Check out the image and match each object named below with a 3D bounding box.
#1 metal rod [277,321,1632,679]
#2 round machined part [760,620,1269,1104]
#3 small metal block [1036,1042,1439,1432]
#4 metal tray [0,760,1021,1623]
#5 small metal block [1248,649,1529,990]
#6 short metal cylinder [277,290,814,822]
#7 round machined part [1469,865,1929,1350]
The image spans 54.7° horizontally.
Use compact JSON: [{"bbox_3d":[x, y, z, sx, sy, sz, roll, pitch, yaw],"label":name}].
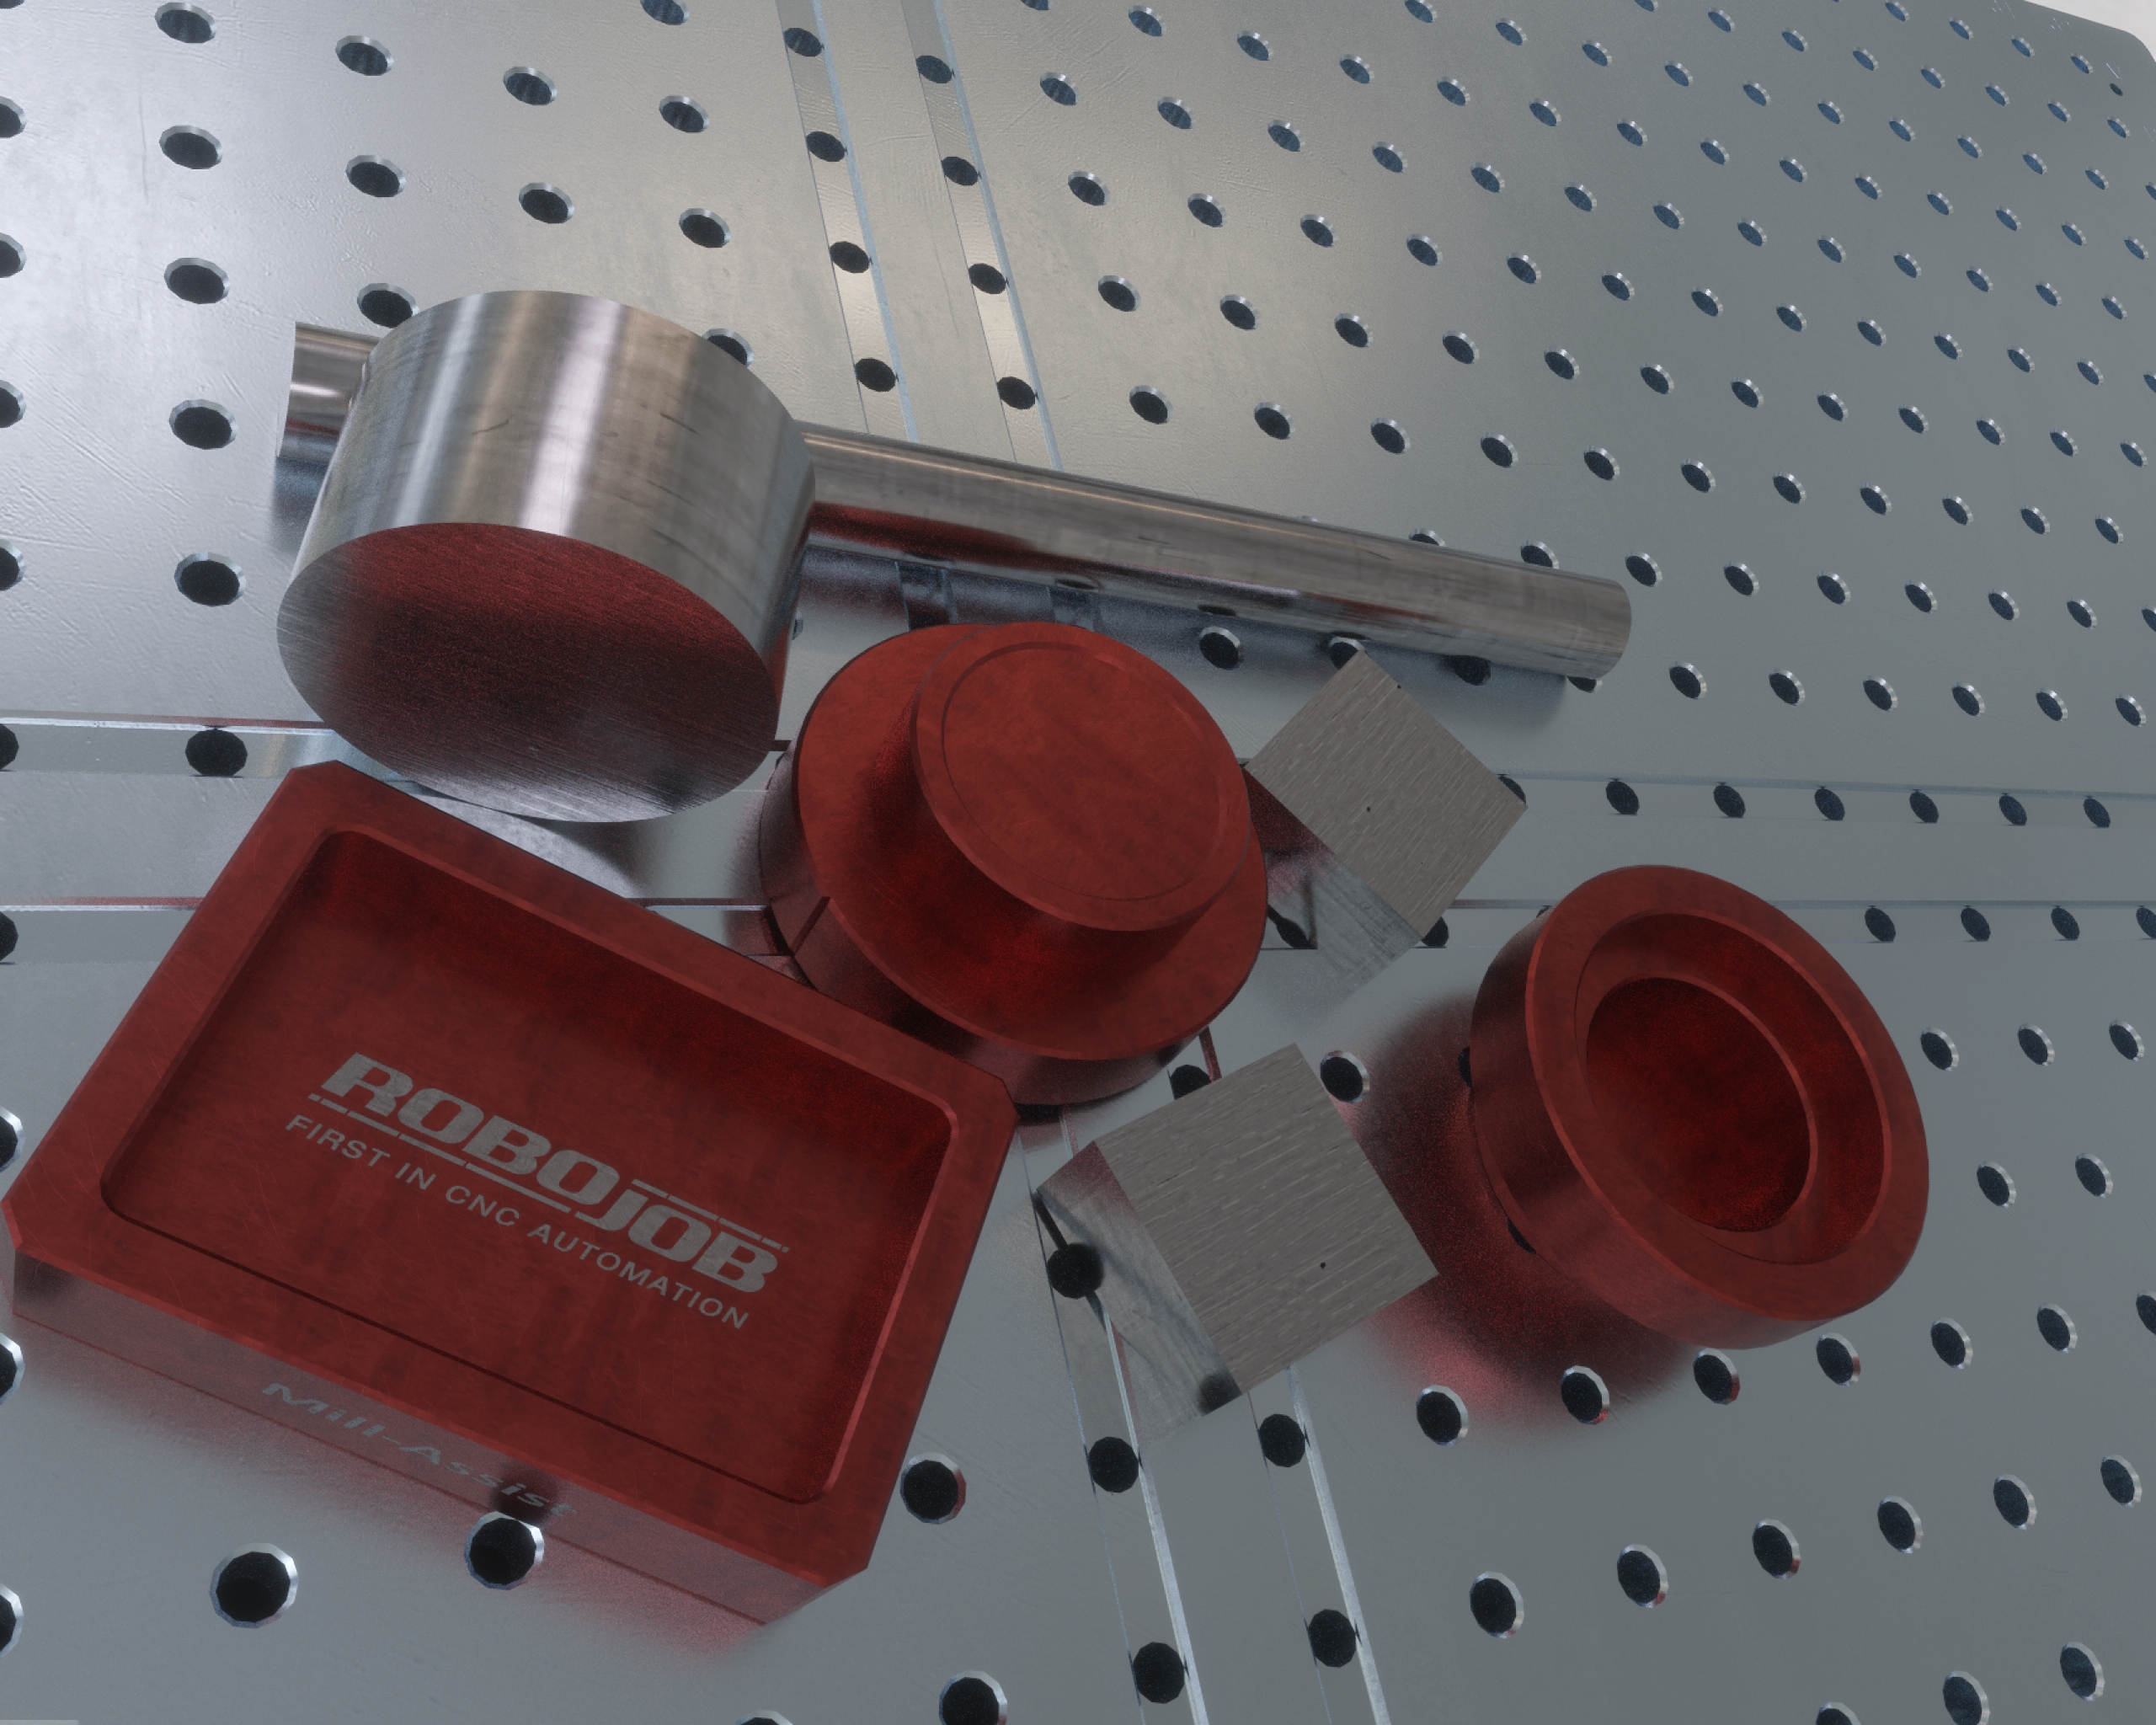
[{"bbox_3d":[-0.009,-0.072,0.446,0.302,0.025,0.025,6,59,-25],"label":"metal rod"},{"bbox_3d":[-0.007,-0.007,0.397,0.099,0.042,0.098,14,53,-20],"label":"round machined part"},{"bbox_3d":[0.029,0.068,0.382,0.050,0.025,0.050,-21,73,-36],"label":"small metal block"},{"bbox_3d":[-0.083,0.051,0.328,0.131,0.030,0.090,27,53,-11],"label":"metal tray"},{"bbox_3d":[0.060,-0.010,0.447,0.050,0.025,0.050,44,51,2],"label":"small metal block"},{"bbox_3d":[-0.088,-0.050,0.355,0.081,0.080,0.050,16,55,-19],"label":"short metal cylinder"},{"bbox_3d":[0.122,0.053,0.430,0.099,0.042,0.098,14,56,-21],"label":"round machined part"}]
